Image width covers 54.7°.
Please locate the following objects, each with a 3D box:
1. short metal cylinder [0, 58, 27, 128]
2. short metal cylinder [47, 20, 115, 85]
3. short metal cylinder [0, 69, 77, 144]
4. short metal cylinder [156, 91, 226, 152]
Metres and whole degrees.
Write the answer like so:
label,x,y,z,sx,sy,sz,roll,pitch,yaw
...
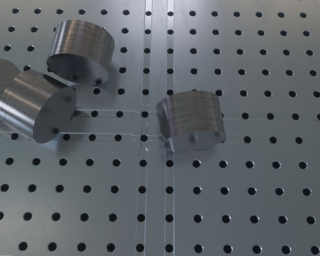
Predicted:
label,x,y,z,sx,sy,sz,roll,pitch,yaw
short metal cylinder,-0.215,-0.045,0.413,0.081,0.050,0.080,0,70,0
short metal cylinder,-0.105,-0.099,0.418,0.080,0.080,0.050,6,70,2
short metal cylinder,-0.151,-0.027,0.391,0.050,0.080,0.080,29,73,10
short metal cylinder,0.037,-0.006,0.385,0.081,0.080,0.050,-6,70,-2
